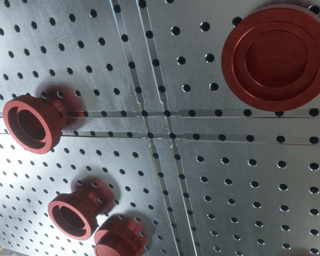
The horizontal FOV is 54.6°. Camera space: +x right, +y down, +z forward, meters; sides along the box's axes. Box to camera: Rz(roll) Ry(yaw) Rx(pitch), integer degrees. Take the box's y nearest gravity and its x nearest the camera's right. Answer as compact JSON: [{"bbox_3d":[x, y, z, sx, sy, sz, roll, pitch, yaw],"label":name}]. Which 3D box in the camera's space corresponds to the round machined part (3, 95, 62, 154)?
[{"bbox_3d":[-0.199,-0.009,0.501,0.098,0.042,0.097,13,124,21],"label":"round machined part"}]

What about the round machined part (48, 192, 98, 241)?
[{"bbox_3d":[-0.158,0.161,0.584,0.098,0.042,0.097,13,124,21],"label":"round machined part"}]

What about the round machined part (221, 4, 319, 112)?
[{"bbox_3d":[0.113,-0.068,0.299,0.098,0.042,0.097,13,124,21],"label":"round machined part"}]

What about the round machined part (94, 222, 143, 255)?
[{"bbox_3d":[-0.085,0.230,0.588,0.098,0.042,0.097,13,124,21],"label":"round machined part"}]
